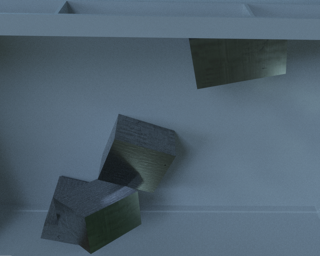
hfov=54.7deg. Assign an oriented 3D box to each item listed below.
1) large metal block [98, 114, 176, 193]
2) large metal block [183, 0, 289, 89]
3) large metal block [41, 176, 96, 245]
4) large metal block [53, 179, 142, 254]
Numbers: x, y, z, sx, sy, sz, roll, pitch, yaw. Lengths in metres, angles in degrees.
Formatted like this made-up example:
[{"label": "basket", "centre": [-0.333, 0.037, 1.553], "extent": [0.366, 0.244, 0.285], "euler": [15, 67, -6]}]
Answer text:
[{"label": "large metal block", "centre": [-0.032, 0.037, 0.423], "extent": [0.081, 0.050, 0.079], "euler": [17, 128, -14]}, {"label": "large metal block", "centre": [0.069, -0.087, 0.299], "extent": [0.080, 0.080, 0.050], "euler": [-9, 130, 8]}, {"label": "large metal block", "centre": [-0.129, 0.130, 0.481], "extent": [0.081, 0.080, 0.050], "euler": [16, 132, -14]}, {"label": "large metal block", "centre": [-0.084, 0.112, 0.418], "extent": [0.080, 0.081, 0.050], "euler": [11, 112, 45]}]
